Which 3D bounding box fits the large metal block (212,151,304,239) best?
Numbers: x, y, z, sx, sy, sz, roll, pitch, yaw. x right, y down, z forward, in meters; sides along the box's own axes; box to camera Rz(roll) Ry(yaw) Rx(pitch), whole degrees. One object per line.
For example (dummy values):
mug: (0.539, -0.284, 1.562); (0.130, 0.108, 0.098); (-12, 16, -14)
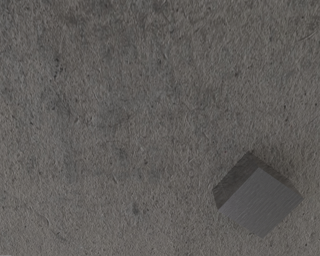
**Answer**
large metal block: (0.133, 0.093, 0.432); (0.080, 0.050, 0.080); (34, 106, -12)
